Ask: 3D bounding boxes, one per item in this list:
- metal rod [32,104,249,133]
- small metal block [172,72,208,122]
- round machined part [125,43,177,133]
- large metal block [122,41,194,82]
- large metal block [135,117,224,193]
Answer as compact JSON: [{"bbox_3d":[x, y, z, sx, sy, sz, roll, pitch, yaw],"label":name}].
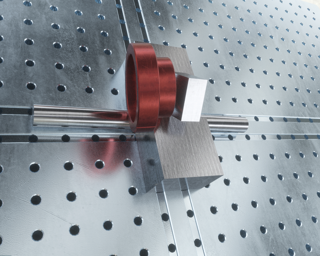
[{"bbox_3d":[-0.006,-0.009,0.410,0.303,0.025,0.025,2,61,-27],"label":"metal rod"},{"bbox_3d":[0.028,-0.039,0.375,0.025,0.050,0.050,1,18,-28],"label":"small metal block"},{"bbox_3d":[-0.011,-0.044,0.345,0.042,0.098,0.098,-3,63,-14],"label":"round machined part"},{"bbox_3d":[0.000,-0.069,0.434,0.081,0.050,0.080,1,62,-28],"label":"large metal block"},{"bbox_3d":[0.022,0.031,0.385,0.081,0.050,0.080,1,61,-28],"label":"large metal block"}]
